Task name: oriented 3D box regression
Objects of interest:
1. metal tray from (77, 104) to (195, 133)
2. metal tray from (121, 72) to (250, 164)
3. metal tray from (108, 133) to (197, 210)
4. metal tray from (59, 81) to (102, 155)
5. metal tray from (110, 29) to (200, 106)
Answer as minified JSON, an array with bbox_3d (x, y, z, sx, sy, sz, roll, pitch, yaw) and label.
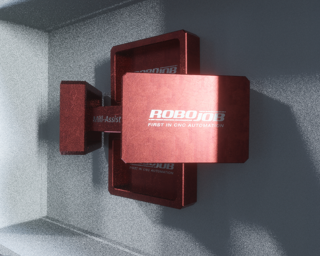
[{"bbox_3d":[-0.033,-0.010,0.390,0.130,0.091,0.030,1,91,39],"label":"metal tray"},{"bbox_3d":[0.026,-0.009,0.324,0.030,0.131,0.089,-177,87,-82],"label":"metal tray"},{"bbox_3d":[-0.014,0.050,0.411,0.130,0.030,0.089,1,90,39],"label":"metal tray"},{"bbox_3d":[-0.106,-0.013,0.433,0.030,0.130,0.089,1,90,-2],"label":"metal tray"},{"bbox_3d":[-0.010,-0.071,0.410,0.130,0.030,0.089,0,91,39],"label":"metal tray"}]
